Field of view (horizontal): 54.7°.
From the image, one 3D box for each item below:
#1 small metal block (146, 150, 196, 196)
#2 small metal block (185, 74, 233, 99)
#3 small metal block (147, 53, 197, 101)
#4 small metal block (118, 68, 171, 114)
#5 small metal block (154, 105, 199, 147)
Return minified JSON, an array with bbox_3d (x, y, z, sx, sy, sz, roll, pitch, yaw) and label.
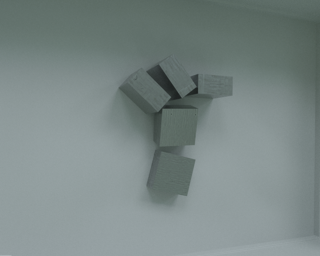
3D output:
[{"bbox_3d":[0.015,0.060,0.416,0.050,0.025,0.050,15,85,-20],"label":"small metal block"},{"bbox_3d":[0.063,-0.055,0.420,0.050,0.050,0.025,1,90,-20],"label":"small metal block"},{"bbox_3d":[0.014,-0.064,0.402,0.025,0.050,0.050,-39,103,-16],"label":"small metal block"},{"bbox_3d":[-0.020,-0.045,0.390,0.050,0.050,0.025,44,76,-15],"label":"small metal block"},{"bbox_3d":[0.021,-0.004,0.412,0.050,0.025,0.050,-1,105,-20],"label":"small metal block"}]
